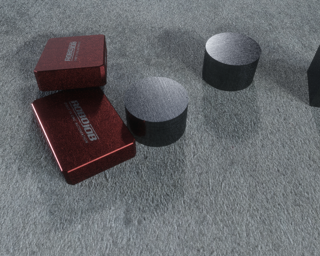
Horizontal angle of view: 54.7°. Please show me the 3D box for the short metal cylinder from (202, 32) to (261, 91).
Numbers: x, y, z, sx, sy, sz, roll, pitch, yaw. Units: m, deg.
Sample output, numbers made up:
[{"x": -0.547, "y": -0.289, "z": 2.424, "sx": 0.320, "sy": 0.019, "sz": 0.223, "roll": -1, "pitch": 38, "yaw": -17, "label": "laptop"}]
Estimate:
[{"x": 0.107, "y": -0.102, "z": 0.473, "sx": 0.081, "sy": 0.050, "sz": 0.080, "roll": 0, "pitch": 50, "yaw": 0, "label": "short metal cylinder"}]

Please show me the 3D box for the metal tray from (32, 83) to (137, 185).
[{"x": -0.099, "y": 0.000, "z": 0.399, "sx": 0.091, "sy": 0.030, "sz": 0.130, "roll": -24, "pitch": 54, "yaw": -19, "label": "metal tray"}]

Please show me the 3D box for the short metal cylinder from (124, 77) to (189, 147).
[{"x": -0.005, "y": -0.022, "z": 0.405, "sx": 0.081, "sy": 0.050, "sz": 0.080, "roll": 0, "pitch": 50, "yaw": 0, "label": "short metal cylinder"}]

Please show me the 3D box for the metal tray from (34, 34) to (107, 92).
[{"x": -0.127, "y": -0.102, "z": 0.464, "sx": 0.091, "sy": 0.030, "sz": 0.130, "roll": -6, "pitch": 36, "yaw": -5, "label": "metal tray"}]

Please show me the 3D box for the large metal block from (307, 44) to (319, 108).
[{"x": 0.251, "y": -0.082, "z": 0.438, "sx": 0.050, "sy": 0.080, "sz": 0.080, "roll": 11, "pitch": 51, "yaw": 9, "label": "large metal block"}]
